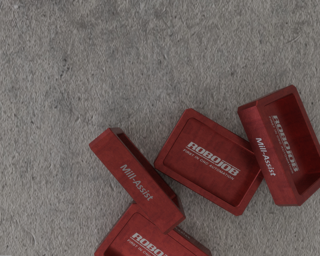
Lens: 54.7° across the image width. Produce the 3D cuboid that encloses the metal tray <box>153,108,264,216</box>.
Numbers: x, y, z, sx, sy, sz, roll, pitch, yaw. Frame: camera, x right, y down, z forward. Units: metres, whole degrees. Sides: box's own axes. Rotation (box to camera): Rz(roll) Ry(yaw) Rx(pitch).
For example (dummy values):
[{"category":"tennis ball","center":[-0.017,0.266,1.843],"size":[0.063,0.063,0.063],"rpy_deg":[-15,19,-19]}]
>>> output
[{"category":"metal tray","center":[0.069,0.043,0.407],"size":[0.130,0.030,0.090],"rpy_deg":[31,90,0]}]

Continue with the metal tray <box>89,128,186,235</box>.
[{"category":"metal tray","center":[-0.025,0.058,0.377],"size":[0.030,0.090,0.130],"rpy_deg":[-40,90,0]}]

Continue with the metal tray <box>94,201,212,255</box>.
[{"category":"metal tray","center":[-0.007,0.166,0.407],"size":[0.130,0.030,0.090],"rpy_deg":[37,90,0]}]

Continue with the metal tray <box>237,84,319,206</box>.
[{"category":"metal tray","center":[0.157,0.019,0.385],"size":[0.091,0.030,0.129],"rpy_deg":[-23,90,-36]}]
